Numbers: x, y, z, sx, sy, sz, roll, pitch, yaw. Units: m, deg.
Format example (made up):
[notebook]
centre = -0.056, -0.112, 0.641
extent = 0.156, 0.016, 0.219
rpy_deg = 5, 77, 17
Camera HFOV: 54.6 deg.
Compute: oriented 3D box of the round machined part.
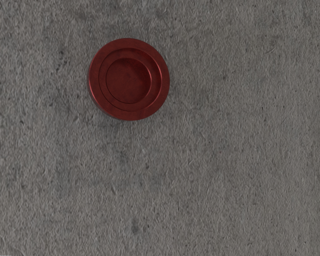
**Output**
[round machined part]
centre = -0.041, -0.058, 0.385
extent = 0.099, 0.042, 0.097
rpy_deg = 0, 90, -20
